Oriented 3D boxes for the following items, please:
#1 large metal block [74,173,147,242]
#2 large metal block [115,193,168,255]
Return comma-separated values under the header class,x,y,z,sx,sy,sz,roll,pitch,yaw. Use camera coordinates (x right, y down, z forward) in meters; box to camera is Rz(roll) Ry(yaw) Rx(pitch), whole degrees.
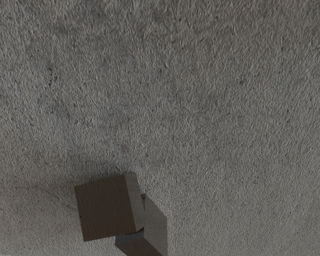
class,x,y,z,sx,sy,sz,roll,pitch,yaw
large metal block,-0.072,0.116,0.460,0.080,0.080,0.050,-15,171,12
large metal block,-0.028,0.170,0.516,0.050,0.080,0.080,-22,127,17
